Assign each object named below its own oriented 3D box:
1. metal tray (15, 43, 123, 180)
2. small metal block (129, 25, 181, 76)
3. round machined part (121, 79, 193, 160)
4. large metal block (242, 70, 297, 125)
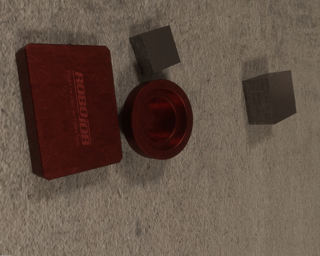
[{"bbox_3d":[-0.092,-0.020,0.326,0.091,0.030,0.129,-11,97,-40],"label":"metal tray"},{"bbox_3d":[-0.006,-0.101,0.402,0.050,0.025,0.050,-30,109,-36],"label":"small metal block"},{"bbox_3d":[-0.007,-0.010,0.389,0.099,0.042,0.097,0,90,-40],"label":"round machined part"},{"bbox_3d":[0.198,-0.055,0.558,0.081,0.050,0.079,-21,103,-38],"label":"large metal block"}]
